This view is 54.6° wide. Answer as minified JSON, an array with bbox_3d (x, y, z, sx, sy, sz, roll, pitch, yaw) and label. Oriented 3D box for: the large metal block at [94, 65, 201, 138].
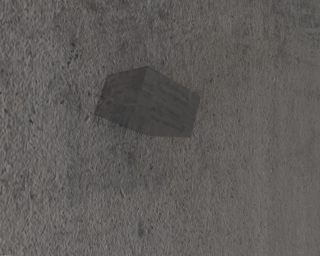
[{"bbox_3d":[-0.015,-0.026,0.356,0.080,0.080,0.050,24,75,-38],"label":"large metal block"}]
